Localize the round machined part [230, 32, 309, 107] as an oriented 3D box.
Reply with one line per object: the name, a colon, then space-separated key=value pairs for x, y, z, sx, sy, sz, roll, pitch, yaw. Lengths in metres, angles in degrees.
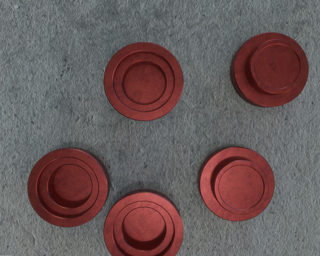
round machined part: x=0.145 y=-0.076 z=0.402 sx=0.099 sy=0.042 sz=0.097 roll=0 pitch=90 yaw=0

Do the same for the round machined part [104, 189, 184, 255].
round machined part: x=-0.020 y=0.127 z=0.401 sx=0.099 sy=0.042 sz=0.097 roll=0 pitch=90 yaw=0

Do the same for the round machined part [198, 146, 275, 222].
round machined part: x=0.100 y=0.073 z=0.402 sx=0.099 sy=0.042 sz=0.097 roll=0 pitch=90 yaw=0

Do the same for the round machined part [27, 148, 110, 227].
round machined part: x=-0.114 y=0.073 z=0.401 sx=0.099 sy=0.042 sz=0.097 roll=0 pitch=90 yaw=0

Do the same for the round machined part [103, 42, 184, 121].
round machined part: x=-0.020 y=-0.057 z=0.401 sx=0.099 sy=0.042 sz=0.097 roll=0 pitch=90 yaw=0
